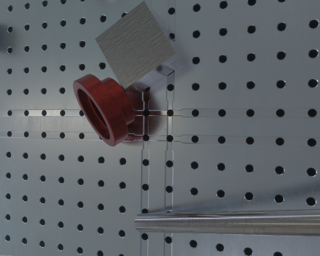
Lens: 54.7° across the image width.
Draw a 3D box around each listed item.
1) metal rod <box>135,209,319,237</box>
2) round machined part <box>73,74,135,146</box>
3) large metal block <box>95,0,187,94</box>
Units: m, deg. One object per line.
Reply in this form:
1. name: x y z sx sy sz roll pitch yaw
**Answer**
1. metal rod: 0.090 0.102 0.332 0.300 0.025 0.025 -13 85 37
2. round machined part: -0.070 -0.027 0.409 0.042 0.098 0.098 -33 77 -22
3. large metal block: -0.024 -0.102 0.408 0.080 0.050 0.080 -32 80 17
